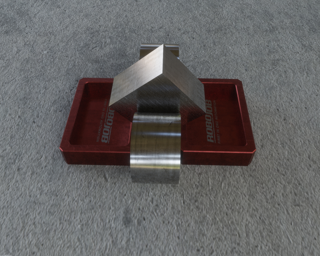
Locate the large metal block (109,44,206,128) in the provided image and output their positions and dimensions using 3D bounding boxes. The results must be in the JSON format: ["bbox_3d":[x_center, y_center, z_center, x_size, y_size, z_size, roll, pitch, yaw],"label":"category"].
[{"bbox_3d":[-0.002,-0.040,0.376,0.080,0.080,0.050,-27,43,31],"label":"large metal block"}]

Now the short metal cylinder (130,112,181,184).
[{"bbox_3d":[-0.004,0.023,0.350,0.050,0.080,0.080,2,50,1],"label":"short metal cylinder"}]

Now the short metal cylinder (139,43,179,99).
[{"bbox_3d":[0.000,-0.077,0.434,0.050,0.080,0.080,2,50,1],"label":"short metal cylinder"}]

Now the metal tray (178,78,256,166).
[{"bbox_3d":[0.069,-0.012,0.413,0.091,0.030,0.130,1,50,1],"label":"metal tray"}]

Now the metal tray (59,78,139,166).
[{"bbox_3d":[-0.071,-0.013,0.412,0.091,0.030,0.130,1,50,1],"label":"metal tray"}]
